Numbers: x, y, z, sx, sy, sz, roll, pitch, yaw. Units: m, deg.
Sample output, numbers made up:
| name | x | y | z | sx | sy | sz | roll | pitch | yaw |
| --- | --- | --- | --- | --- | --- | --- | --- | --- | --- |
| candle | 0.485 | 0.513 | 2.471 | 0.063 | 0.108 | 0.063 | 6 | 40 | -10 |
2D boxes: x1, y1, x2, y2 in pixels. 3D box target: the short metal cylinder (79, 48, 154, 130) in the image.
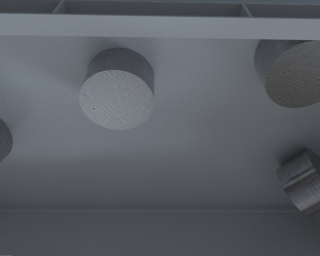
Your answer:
| name | x | y | z | sx | sy | sz | roll | pitch | yaw |
| --- | --- | --- | --- | --- | --- | --- | --- | --- | --- |
| short metal cylinder | -0.047 | -0.044 | 0.355 | 0.081 | 0.050 | 0.079 | 0 | 130 | 0 |

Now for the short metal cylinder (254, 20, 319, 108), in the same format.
| name | x | y | z | sx | sy | sz | roll | pitch | yaw |
| --- | --- | --- | --- | --- | --- | --- | --- | --- | --- |
| short metal cylinder | 0.149 | -0.069 | 0.337 | 0.081 | 0.050 | 0.079 | 0 | 130 | 0 |

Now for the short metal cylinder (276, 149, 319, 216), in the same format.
| name | x | y | z | sx | sy | sz | roll | pitch | yaw |
| --- | --- | --- | --- | --- | --- | --- | --- | --- | --- |
| short metal cylinder | 0.214 | 0.077 | 0.442 | 0.080 | 0.080 | 0.050 | 33 | 122 | -25 |

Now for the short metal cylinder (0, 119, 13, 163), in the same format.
| name | x | y | z | sx | sy | sz | roll | pitch | yaw |
| --- | --- | --- | --- | --- | --- | --- | --- | --- | --- |
| short metal cylinder | -0.237 | 0.021 | 0.387 | 0.080 | 0.080 | 0.050 | 37 | 121 | -28 |
